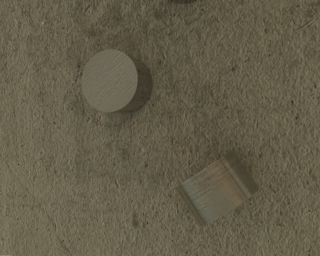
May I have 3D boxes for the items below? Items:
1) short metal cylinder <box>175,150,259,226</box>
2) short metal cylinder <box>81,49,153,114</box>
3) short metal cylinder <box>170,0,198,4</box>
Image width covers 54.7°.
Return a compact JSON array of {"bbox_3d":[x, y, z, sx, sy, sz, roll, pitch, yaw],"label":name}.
[{"bbox_3d":[0.065,0.068,0.357,0.080,0.080,0.050,-37,78,16],"label":"short metal cylinder"},{"bbox_3d":[-0.056,-0.060,0.416,0.080,0.050,0.080,0,90,20],"label":"short metal cylinder"},{"bbox_3d":[0.027,-0.204,0.386,0.080,0.050,0.080,0,90,20],"label":"short metal cylinder"}]
